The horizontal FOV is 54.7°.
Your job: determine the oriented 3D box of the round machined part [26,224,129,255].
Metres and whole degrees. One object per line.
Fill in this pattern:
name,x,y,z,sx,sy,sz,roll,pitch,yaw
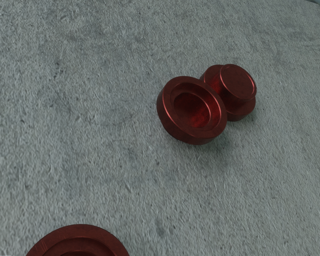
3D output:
round machined part,-0.075,0.138,0.269,0.099,0.042,0.098,14,56,-21

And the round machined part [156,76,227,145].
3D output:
round machined part,0.039,-0.020,0.426,0.099,0.042,0.098,14,56,-21

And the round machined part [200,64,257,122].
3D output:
round machined part,0.113,-0.062,0.492,0.099,0.042,0.098,14,56,-21
